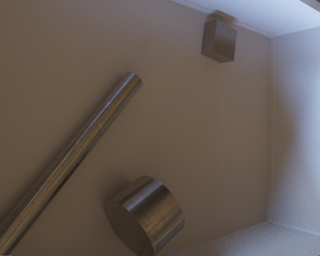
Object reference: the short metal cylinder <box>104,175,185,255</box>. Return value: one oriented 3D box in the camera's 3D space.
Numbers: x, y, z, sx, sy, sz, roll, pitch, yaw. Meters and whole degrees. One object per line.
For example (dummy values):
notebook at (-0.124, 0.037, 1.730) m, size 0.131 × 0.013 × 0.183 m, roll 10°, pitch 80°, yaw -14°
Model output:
short metal cylinder at (-0.019, 0.102, 0.357) m, size 0.050 × 0.080 × 0.080 m, roll -34°, pitch 112°, yaw -35°

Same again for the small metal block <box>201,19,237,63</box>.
small metal block at (0.093, -0.135, 0.487) m, size 0.050 × 0.025 × 0.050 m, roll 12°, pitch 82°, yaw -40°

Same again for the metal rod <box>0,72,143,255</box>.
metal rod at (-0.109, 0.052, 0.316) m, size 0.025 × 0.025 × 0.301 m, roll 50°, pitch 61°, yaw -29°
